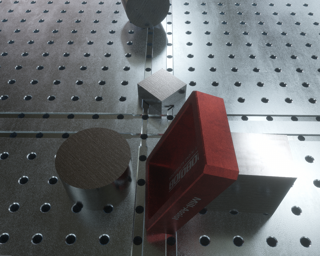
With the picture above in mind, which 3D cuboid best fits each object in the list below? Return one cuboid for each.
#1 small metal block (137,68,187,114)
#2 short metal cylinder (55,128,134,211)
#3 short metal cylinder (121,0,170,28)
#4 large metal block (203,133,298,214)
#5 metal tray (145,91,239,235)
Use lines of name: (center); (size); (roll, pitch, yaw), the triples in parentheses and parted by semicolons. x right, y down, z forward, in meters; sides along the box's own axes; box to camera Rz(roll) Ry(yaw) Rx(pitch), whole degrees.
small metal block: (0.003, -0.056, 0.454); (0.050, 0.025, 0.050); (-37, 59, -27)
short metal cylinder: (-0.072, 0.046, 0.352); (0.081, 0.050, 0.080); (0, 50, 0)
short metal cylinder: (-0.028, -0.232, 0.567); (0.081, 0.080, 0.050); (-12, 51, -10)
large metal block: (0.087, 0.050, 0.331); (0.080, 0.080, 0.050); (3, 50, 2)
metal tray: (0.022, 0.038, 0.306); (0.030, 0.129, 0.090); (14, 48, -18)
